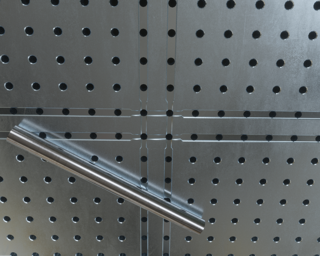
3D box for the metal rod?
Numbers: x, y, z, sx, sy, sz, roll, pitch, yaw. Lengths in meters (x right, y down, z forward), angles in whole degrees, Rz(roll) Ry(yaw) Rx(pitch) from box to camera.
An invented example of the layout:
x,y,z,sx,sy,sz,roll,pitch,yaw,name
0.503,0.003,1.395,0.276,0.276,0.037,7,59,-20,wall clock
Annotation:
x,y,z,sx,sy,sz,roll,pitch,yaw,name
-0.068,0.078,0.441,0.301,0.025,0.025,29,108,-11,metal rod
